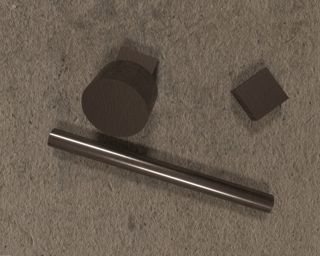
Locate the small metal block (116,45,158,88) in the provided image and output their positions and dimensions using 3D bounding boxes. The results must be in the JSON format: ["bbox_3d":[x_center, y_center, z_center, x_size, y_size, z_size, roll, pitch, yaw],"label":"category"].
[{"bbox_3d":[-0.035,-0.074,0.410,0.050,0.025,0.050,21,90,-1],"label":"small metal block"}]

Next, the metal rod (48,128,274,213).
[{"bbox_3d":[0.002,0.056,0.410,0.302,0.025,0.025,17,90,-1],"label":"metal rod"}]

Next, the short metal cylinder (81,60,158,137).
[{"bbox_3d":[-0.047,-0.036,0.377,0.080,0.050,0.079,7,127,10],"label":"short metal cylinder"}]

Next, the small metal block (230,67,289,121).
[{"bbox_3d":[0.132,-0.044,0.412,0.050,0.025,0.050,-36,90,0],"label":"small metal block"}]
